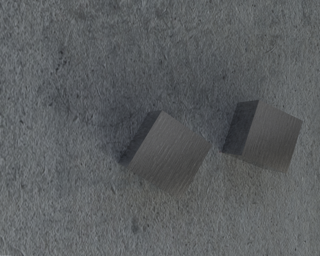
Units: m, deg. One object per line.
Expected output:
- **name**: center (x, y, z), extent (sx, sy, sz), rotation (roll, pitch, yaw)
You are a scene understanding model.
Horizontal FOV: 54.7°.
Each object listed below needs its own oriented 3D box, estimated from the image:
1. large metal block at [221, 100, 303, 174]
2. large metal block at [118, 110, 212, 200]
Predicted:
- **large metal block**: center (0.148, 0.013, 0.450), extent (0.080, 0.050, 0.080), rotation (22, 83, -19)
- **large metal block**: center (0.006, 0.033, 0.398), extent (0.080, 0.050, 0.080), rotation (34, 79, -17)
